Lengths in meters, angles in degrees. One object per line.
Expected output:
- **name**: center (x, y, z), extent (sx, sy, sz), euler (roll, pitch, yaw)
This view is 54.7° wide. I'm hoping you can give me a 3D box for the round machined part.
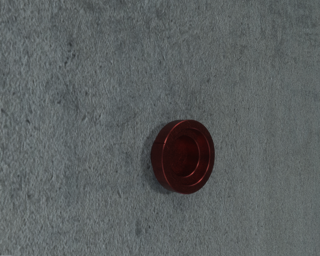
- **round machined part**: center (0.026, 0.037, 0.419), extent (0.099, 0.042, 0.097), euler (0, 90, -40)
